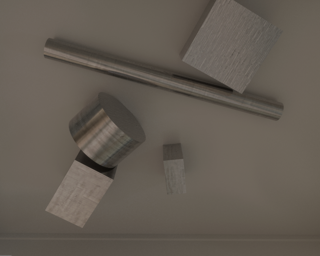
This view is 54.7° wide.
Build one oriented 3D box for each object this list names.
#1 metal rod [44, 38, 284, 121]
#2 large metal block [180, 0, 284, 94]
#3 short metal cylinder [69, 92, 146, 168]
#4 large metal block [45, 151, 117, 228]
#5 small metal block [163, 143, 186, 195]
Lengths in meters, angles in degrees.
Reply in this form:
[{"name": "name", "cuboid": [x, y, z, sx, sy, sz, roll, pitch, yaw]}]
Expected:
[{"name": "metal rod", "cuboid": [0.010, -0.059, 0.389, 0.302, 0.025, 0.025, 15, 109, -6]}, {"name": "large metal block", "cuboid": [0.079, -0.099, 0.363, 0.080, 0.050, 0.080, 27, 108, -10]}, {"name": "short metal cylinder", "cuboid": [-0.064, 0.002, 0.382, 0.050, 0.080, 0.080, -41, 106, 13]}, {"name": "large metal block", "cuboid": [-0.097, 0.066, 0.405, 0.050, 0.080, 0.080, 30, 107, -11]}, {"name": "small metal block", "cuboid": [0.019, 0.054, 0.418, 0.025, 0.050, 0.050, -6, 110, 2]}]
